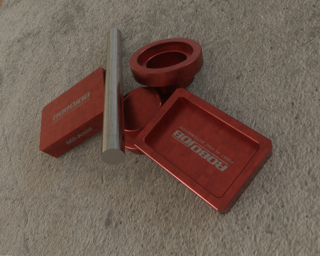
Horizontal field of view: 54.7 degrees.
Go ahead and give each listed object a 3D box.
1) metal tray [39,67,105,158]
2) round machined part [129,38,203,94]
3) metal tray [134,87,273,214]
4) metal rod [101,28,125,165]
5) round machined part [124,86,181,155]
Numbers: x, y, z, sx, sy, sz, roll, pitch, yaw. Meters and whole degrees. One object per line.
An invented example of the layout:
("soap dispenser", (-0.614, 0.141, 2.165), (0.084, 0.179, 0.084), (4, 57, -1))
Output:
("metal tray", (-0.123, -0.023, 0.467), (0.130, 0.030, 0.090), (-30, 49, 19))
("round machined part", (0.011, -0.083, 0.426), (0.098, 0.042, 0.098), (-9, 38, 7))
("metal tray", (0.046, 0.021, 0.351), (0.130, 0.030, 0.090), (35, 81, 28))
("metal rod", (-0.065, -0.068, 0.438), (0.025, 0.025, 0.300), (-24, 40, 13))
("round machined part", (-0.021, -0.016, 0.416), (0.098, 0.042, 0.098), (-13, 56, 21))
